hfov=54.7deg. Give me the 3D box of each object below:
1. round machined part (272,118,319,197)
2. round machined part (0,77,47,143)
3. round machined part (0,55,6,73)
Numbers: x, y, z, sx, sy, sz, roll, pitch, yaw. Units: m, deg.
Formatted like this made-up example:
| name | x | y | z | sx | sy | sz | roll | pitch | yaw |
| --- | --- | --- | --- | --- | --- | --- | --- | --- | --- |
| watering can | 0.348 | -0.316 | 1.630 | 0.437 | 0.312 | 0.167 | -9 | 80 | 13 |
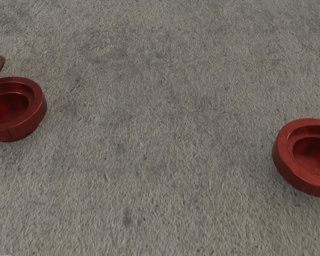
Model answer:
| name | x | y | z | sx | sy | sz | roll | pitch | yaw |
| --- | --- | --- | --- | --- | --- | --- | --- | --- | --- |
| round machined part | 0.181 | 0.038 | 0.361 | 0.099 | 0.042 | 0.098 | 0 | 50 | 0 |
| round machined part | -0.199 | -0.020 | 0.407 | 0.099 | 0.042 | 0.098 | 0 | 50 | 0 |
| round machined part | -0.256 | -0.082 | 0.435 | 0.042 | 0.098 | 0.098 | 33 | 48 | -20 |
